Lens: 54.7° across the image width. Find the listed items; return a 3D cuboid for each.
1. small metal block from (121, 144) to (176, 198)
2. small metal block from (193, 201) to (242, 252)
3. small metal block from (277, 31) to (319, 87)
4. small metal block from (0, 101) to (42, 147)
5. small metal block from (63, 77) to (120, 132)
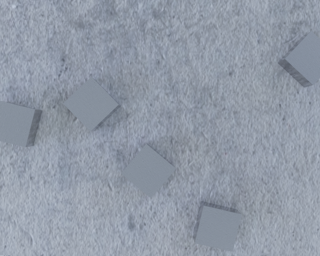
[{"bbox_3d":[-0.015,0.055,0.410,0.050,0.025,0.050,40,90,-1],"label":"small metal block"},{"bbox_3d":[0.075,0.130,0.411,0.050,0.025,0.050,13,90,-1],"label":"small metal block"},{"bbox_3d":[0.197,-0.091,0.413,0.050,0.025,0.050,43,90,-1],"label":"small metal block"},{"bbox_3d":[-0.190,-0.006,0.407,0.050,0.025,0.050,14,90,-1],"label":"small metal block"},{"bbox_3d":[-0.089,-0.031,0.409,0.050,0.025,0.050,-44,91,0],"label":"small metal block"}]
